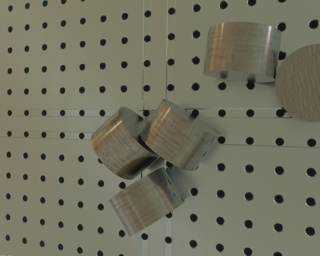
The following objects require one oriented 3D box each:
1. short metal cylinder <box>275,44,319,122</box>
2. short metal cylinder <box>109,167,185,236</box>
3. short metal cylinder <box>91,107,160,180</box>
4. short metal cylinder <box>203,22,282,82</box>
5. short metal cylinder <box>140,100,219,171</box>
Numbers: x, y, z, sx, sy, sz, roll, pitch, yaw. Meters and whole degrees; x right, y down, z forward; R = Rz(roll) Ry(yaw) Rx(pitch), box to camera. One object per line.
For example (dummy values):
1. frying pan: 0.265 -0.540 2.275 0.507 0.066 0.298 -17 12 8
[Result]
1. short metal cylinder: 0.169 -0.046 0.340 0.080 0.050 0.079 0 90 20
2. short metal cylinder: -0.016 0.091 0.389 0.080 0.080 0.050 -35 79 16
3. short metal cylinder: -0.041 0.019 0.398 0.050 0.080 0.080 -41 77 15
4. short metal cylinder: 0.092 -0.083 0.351 0.080 0.080 0.050 8 93 20
5. short metal cylinder: 0.023 0.008 0.375 0.080 0.080 0.050 37 102 16
